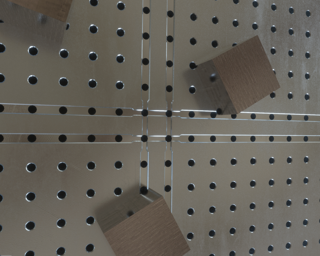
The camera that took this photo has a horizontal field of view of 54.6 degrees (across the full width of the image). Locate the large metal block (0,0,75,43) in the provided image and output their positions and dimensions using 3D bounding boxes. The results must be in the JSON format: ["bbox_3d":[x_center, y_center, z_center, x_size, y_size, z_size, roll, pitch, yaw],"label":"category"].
[{"bbox_3d":[-0.137,-0.139,0.333,0.080,0.080,0.050,17,85,-19],"label":"large metal block"}]

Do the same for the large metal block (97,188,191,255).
[{"bbox_3d":[-0.021,0.135,0.392,0.080,0.050,0.080,-29,100,-18],"label":"large metal block"}]

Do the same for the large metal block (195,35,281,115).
[{"bbox_3d":[0.109,-0.073,0.439,0.080,0.050,0.080,-30,100,-17],"label":"large metal block"}]
